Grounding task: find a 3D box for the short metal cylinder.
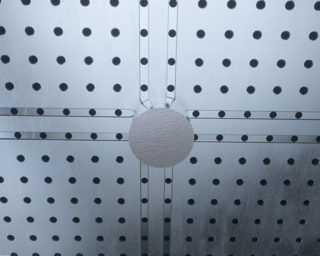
[{"bbox_3d":[0.002,0.005,0.402,0.080,0.050,0.079,0,110,0],"label":"short metal cylinder"}]
